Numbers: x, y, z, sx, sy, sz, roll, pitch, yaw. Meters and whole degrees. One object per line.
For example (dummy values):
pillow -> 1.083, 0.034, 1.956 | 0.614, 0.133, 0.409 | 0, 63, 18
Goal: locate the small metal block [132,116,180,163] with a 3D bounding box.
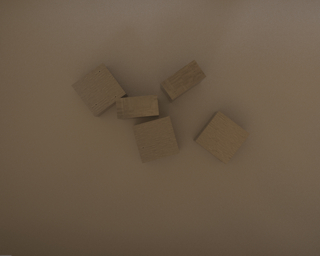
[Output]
small metal block -> -0.005, 0.015, 0.411 | 0.050, 0.025, 0.050 | -15, 90, -1

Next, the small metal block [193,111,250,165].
small metal block -> 0.081, 0.012, 0.413 | 0.050, 0.025, 0.050 | 37, 90, -1

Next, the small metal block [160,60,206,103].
small metal block -> 0.028, -0.059, 0.399 | 0.050, 0.050, 0.025 | -35, 90, 0

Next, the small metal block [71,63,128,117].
small metal block -> -0.079, -0.050, 0.410 | 0.050, 0.025, 0.050 | -36, 90, 0

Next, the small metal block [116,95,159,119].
small metal block -> -0.027, -0.026, 0.399 | 0.050, 0.050, 0.025 | -5, 90, -1
